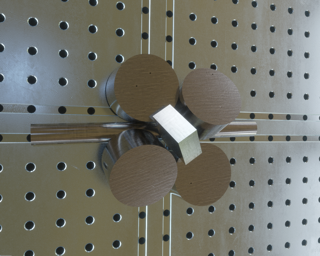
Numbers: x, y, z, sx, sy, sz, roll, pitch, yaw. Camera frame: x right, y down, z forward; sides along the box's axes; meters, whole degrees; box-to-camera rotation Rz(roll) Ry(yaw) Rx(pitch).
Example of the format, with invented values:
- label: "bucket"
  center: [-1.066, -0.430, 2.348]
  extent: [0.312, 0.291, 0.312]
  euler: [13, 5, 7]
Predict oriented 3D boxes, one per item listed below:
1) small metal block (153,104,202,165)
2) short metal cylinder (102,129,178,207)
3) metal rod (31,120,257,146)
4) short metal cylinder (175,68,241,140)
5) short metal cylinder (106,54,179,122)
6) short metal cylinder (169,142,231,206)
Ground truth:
- label: "small metal block"
  center: [0.021, 0.008, 0.365]
  extent: [0.025, 0.050, 0.050]
  euler: [-36, 144, -11]
- label: "short metal cylinder"
  center: [-0.026, 0.047, 0.373]
  extent: [0.081, 0.050, 0.079]
  euler: [-8, 113, -18]
- label: "metal rod"
  center: [-0.006, 0.004, 0.406]
  extent: [0.303, 0.025, 0.025]
  euler: [-2, 91, -20]
- label: "short metal cylinder"
  center: [0.057, -0.030, 0.403]
  extent: [0.081, 0.050, 0.080]
  euler: [8, 64, -16]
- label: "short metal cylinder"
  center: [-0.023, -0.047, 0.387]
  extent: [0.081, 0.050, 0.079]
  euler: [0, 90, -20]
- label: "short metal cylinder"
  center: [0.046, 0.058, 0.413]
  extent: [0.081, 0.050, 0.079]
  euler: [0, 90, -20]
